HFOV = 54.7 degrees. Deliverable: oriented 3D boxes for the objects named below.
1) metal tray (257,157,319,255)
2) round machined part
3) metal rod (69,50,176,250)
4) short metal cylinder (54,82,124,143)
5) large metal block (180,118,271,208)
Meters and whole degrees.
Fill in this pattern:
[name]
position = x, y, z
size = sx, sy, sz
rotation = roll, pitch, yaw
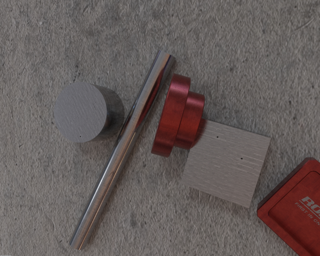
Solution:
[metal tray]
position = 0.186, 0.107, 0.340
size = 0.130, 0.030, 0.090
rotation = 44, 103, 14
[round machined part]
position = 0.023, -0.012, 0.365
size = 0.042, 0.098, 0.097
rotation = 16, 96, -1
[metal rod]
position = -0.055, 0.036, 0.427
size = 0.025, 0.025, 0.298
rotation = 29, 99, 17
[short metal cylinder]
position = -0.097, -0.021, 0.429
size = 0.080, 0.050, 0.079
rotation = 0, 90, 19
[large metal block]
position = 0.079, 0.037, 0.367
size = 0.080, 0.050, 0.080
rotation = 17, 96, 18
